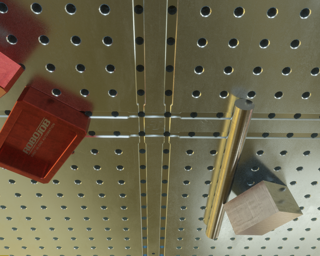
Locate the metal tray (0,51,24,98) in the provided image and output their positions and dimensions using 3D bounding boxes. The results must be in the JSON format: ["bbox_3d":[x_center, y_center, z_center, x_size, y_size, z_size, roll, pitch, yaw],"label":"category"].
[{"bbox_3d":[-0.212,-0.078,0.308,0.130,0.030,0.090,38,154,-28],"label":"metal tray"}]

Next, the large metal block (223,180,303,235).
[{"bbox_3d":[0.163,0.130,0.493,0.080,0.050,0.080,19,130,-41],"label":"large metal block"}]

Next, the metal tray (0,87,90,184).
[{"bbox_3d":[-0.165,0.016,0.419,0.090,0.030,0.129,29,124,-23],"label":"metal tray"}]

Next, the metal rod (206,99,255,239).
[{"bbox_3d":[0.102,0.084,0.484,0.025,0.025,0.298,1,130,-1],"label":"metal rod"}]
